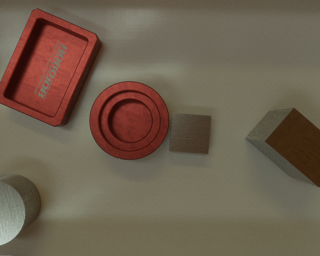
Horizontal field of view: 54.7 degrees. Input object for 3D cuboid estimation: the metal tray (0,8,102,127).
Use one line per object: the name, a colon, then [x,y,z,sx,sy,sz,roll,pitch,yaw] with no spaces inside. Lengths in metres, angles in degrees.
metal tray: [-0.145,-0.077,0.406,0.090,0.030,0.129,24,90,-1]

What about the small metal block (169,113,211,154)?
small metal block: [0.039,0.007,0.412,0.050,0.025,0.050,5,90,-1]

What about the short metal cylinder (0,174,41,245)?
short metal cylinder: [-0.202,0.102,0.396,0.081,0.050,0.079,0,90,-1]

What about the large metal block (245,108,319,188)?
large metal block: [0.164,0.022,0.386,0.080,0.080,0.050,41,90,-1]

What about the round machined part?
round machined part: [-0.038,-0.009,0.402,0.099,0.042,0.097,0,90,-1]
